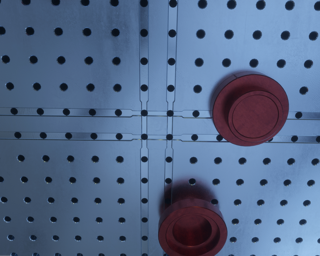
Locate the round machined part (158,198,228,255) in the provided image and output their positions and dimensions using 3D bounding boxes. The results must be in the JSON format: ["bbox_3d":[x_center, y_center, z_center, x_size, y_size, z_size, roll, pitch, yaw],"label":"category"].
[{"bbox_3d":[0.047,0.145,0.458,0.099,0.042,0.097,0,110,0],"label":"round machined part"}]

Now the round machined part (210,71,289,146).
[{"bbox_3d":[0.117,-0.021,0.398,0.099,0.042,0.097,0,110,0],"label":"round machined part"}]
